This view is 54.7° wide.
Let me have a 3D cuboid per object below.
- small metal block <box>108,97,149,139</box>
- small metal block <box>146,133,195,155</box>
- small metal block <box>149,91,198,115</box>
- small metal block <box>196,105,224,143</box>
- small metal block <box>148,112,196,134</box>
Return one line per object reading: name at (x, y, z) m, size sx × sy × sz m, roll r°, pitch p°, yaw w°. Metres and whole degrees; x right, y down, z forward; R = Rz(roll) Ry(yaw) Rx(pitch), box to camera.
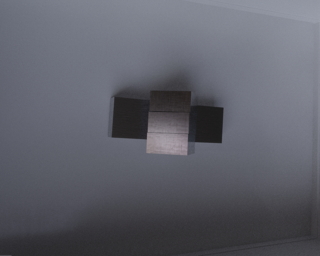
small metal block at (-0.038, -0.012, 0.396) m, size 0.050 × 0.025 × 0.050 m, roll 4°, pitch 89°, yaw -20°
small metal block at (0.015, 0.019, 0.392) m, size 0.050 × 0.050 × 0.025 m, roll 2°, pitch 89°, yaw 16°
small metal block at (0.019, -0.031, 0.392) m, size 0.050 × 0.050 × 0.025 m, roll 3°, pitch 89°, yaw 16°
small metal block at (0.059, -0.005, 0.432) m, size 0.050 × 0.025 × 0.050 m, roll 3°, pitch 89°, yaw -20°
small metal block at (0.017, -0.006, 0.392) m, size 0.050 × 0.050 × 0.025 m, roll 2°, pitch 89°, yaw 16°
